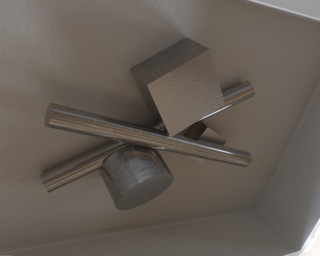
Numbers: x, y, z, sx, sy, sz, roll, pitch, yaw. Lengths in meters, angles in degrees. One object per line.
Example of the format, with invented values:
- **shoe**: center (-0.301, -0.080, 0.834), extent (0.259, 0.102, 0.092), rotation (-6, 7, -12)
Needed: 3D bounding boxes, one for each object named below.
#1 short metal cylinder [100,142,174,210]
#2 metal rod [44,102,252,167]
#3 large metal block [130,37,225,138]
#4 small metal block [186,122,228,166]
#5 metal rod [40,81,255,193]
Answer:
- **short metal cylinder**: center (-0.029, 0.061, 0.396), extent (0.081, 0.050, 0.080), rotation (-25, 152, -14)
- **metal rod**: center (0.011, 0.017, 0.392), extent (0.302, 0.025, 0.025), rotation (14, 111, -34)
- **large metal block**: center (0.023, -0.049, 0.374), extent (0.080, 0.050, 0.080), rotation (-31, 129, -8)
- **small metal block**: center (0.063, 0.022, 0.454), extent (0.050, 0.025, 0.050), rotation (30, 102, -38)
- **metal rod**: center (-0.005, 0.005, 0.408), extent (0.302, 0.025, 0.025), rotation (-25, 128, -14)
